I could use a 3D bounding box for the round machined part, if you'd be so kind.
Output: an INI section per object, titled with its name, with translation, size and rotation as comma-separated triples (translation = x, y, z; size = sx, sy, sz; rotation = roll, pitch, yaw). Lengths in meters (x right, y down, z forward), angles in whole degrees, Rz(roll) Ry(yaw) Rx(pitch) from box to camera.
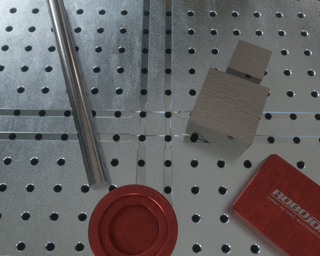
[round machined part]
translation = -0.030, 0.118, 0.359
size = 0.099, 0.042, 0.098
rotation = 0, 70, -1

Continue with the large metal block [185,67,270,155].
[large metal block]
translation = 0.087, -0.021, 0.407
size = 0.080, 0.050, 0.080
rotation = 21, 71, 7

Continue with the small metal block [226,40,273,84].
[small metal block]
translation = 0.127, -0.093, 0.447
size = 0.050, 0.025, 0.050
rotation = 22, 71, 7

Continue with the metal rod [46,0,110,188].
[metal rod]
translation = -0.119, -0.064, 0.433
size = 0.025, 0.025, 0.299
rotation = -16, 71, -6

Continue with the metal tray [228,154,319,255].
[metal tray]
translation = 0.161, 0.105, 0.373
size = 0.130, 0.030, 0.090
rotation = 38, 74, 12
